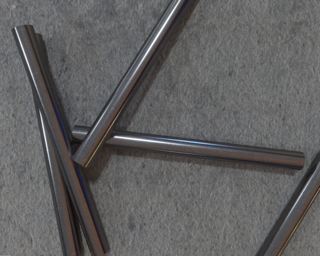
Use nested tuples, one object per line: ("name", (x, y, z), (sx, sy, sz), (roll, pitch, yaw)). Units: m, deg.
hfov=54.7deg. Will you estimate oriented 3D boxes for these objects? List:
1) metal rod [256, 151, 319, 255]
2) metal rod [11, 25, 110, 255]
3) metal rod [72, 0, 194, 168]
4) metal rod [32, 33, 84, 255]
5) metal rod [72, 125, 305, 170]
("metal rod", (0.168, 0.131, 0.412), (0.025, 0.025, 0.299), (32, 90, -1))
("metal rod", (-0.122, 0.022, 0.390), (0.025, 0.025, 0.298), (-17, 97, 0))
("metal rod", (-0.020, -0.085, 0.395), (0.025, 0.025, 0.299), (31, 84, -1))
("metal rod", (-0.141, 0.026, 0.408), (0.025, 0.025, 0.298), (-11, 90, 0))
("metal rod", (0.037, 0.026, 0.410), (0.302, 0.025, 0.025), (7, 90, -1))
